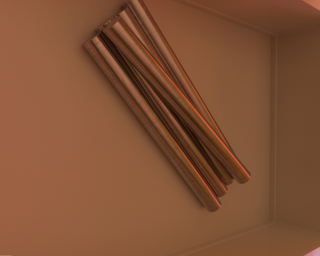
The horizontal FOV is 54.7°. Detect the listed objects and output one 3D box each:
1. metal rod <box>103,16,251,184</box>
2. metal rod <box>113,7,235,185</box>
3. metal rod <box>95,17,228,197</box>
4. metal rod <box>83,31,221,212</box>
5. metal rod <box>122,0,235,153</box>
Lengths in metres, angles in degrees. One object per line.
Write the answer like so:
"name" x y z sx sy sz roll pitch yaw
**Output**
"metal rod" 0.039 -0.017 0.404 0.300 0.025 0.025 46 63 -30
"metal rod" 0.030 -0.026 0.430 0.025 0.025 0.300 -51 120 -28
"metal rod" 0.016 -0.010 0.418 0.025 0.025 0.300 -51 120 -28
"metal rod" 0.004 0.010 0.408 0.025 0.025 0.300 -51 120 -28
"metal rod" 0.043 -0.046 0.440 0.025 0.025 0.300 -51 120 -28
